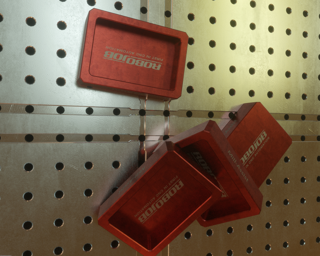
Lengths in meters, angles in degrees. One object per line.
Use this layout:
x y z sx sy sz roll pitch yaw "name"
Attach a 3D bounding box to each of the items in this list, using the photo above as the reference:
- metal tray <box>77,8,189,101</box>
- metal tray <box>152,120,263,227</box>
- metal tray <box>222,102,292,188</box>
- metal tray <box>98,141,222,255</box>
-0.033 -0.090 0.398 0.131 0.030 0.089 8 87 -20 "metal tray"
0.062 0.063 0.402 0.130 0.090 0.030 56 33 -12 "metal tray"
0.127 0.036 0.459 0.090 0.030 0.130 45 76 -15 "metal tray"
-0.001 0.091 0.383 0.090 0.030 0.130 41 101 -16 "metal tray"
